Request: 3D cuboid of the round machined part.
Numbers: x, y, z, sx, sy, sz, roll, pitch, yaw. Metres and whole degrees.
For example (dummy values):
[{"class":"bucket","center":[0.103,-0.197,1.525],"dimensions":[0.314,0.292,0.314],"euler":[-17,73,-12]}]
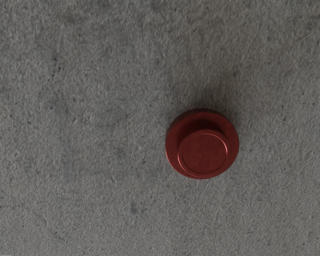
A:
[{"class":"round machined part","center":[0.057,0.026,0.411],"dimensions":[0.099,0.042,0.097],"euler":[0,110,-1]}]
